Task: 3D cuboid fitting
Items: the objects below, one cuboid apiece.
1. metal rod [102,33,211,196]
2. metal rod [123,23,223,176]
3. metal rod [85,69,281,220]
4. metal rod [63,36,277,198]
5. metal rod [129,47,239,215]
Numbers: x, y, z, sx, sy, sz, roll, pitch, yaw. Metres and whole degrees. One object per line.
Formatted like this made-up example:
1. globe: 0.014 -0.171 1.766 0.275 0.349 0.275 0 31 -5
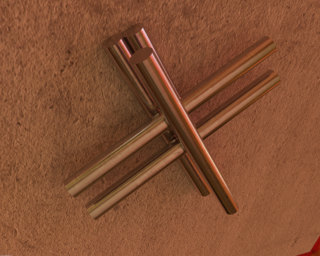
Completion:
1. metal rod: 0.012 0.006 0.420 0.025 0.025 0.299 -36 130 -4
2. metal rod: 0.034 -0.007 0.424 0.025 0.025 0.299 -36 130 -4
3. metal rod: 0.033 0.019 0.408 0.301 0.025 0.025 -36 130 -5
4. metal rod: 0.016 -0.016 0.376 0.301 0.025 0.025 -36 130 -5
5. metal rod: 0.046 0.028 0.387 0.025 0.025 0.299 -37 130 -4
